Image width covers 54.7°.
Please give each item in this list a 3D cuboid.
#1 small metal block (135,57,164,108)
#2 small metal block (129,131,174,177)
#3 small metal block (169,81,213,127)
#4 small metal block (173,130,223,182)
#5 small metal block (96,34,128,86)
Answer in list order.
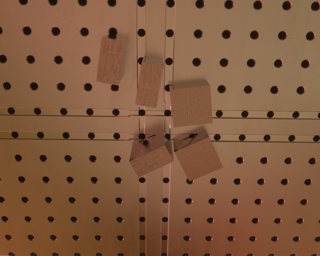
[{"bbox_3d":[-0.013,-0.057,0.379,0.025,0.050,0.050,9,110,-4],"label":"small metal block"},{"bbox_3d":[-0.011,0.034,0.412,0.050,0.050,0.025,-26,108,9],"label":"small metal block"},{"bbox_3d":[0.040,-0.031,0.403,0.050,0.025,0.050,-6,110,2],"label":"small metal block"},{"bbox_3d":[0.053,0.039,0.429,0.050,0.025,0.050,-24,109,8],"label":"small metal block"},{"bbox_3d":[-0.056,-0.082,0.369,0.025,0.050,0.050,10,110,-4],"label":"small metal block"}]
